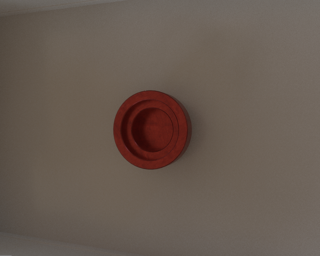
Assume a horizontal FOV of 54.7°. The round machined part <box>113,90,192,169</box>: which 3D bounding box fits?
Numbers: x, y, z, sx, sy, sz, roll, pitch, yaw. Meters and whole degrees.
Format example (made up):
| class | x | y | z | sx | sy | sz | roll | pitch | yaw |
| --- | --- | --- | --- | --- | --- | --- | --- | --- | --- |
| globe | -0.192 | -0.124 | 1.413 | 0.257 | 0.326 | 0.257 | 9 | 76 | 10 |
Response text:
| class | x | y | z | sx | sy | sz | roll | pitch | yaw |
| --- | --- | --- | --- | --- | --- | --- | --- | --- | --- |
| round machined part | -0.007 | 0.002 | 0.399 | 0.098 | 0.042 | 0.097 | 0 | 90 | 19 |
